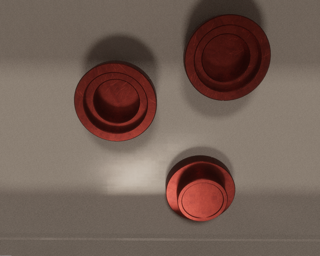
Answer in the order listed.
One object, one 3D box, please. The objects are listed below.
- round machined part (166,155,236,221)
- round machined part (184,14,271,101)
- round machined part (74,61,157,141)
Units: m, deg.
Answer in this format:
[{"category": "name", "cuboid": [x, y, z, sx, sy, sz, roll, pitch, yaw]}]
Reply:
[{"category": "round machined part", "cuboid": [0.058, 0.091, 0.437, 0.099, 0.042, 0.097, 0, 110, -1]}, {"category": "round machined part", "cuboid": [0.077, -0.085, 0.372, 0.099, 0.042, 0.097, 0, 110, -1]}, {"category": "round machined part", "cuboid": [-0.053, -0.036, 0.388, 0.099, 0.042, 0.097, 0, 110, -1]}]
